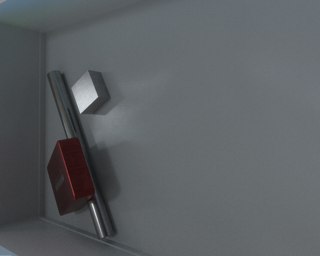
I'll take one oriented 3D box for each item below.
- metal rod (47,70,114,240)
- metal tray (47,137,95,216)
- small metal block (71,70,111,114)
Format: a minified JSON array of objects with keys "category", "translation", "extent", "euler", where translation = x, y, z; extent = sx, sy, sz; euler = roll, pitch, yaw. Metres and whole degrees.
[{"category":"metal rod","translation":[-0.137,0.034,0.516],"extent":[0.025,0.025,0.299],"euler":[-35,69,34]},{"category":"metal tray","translation":[-0.145,0.080,0.491],"extent":[0.129,0.030,0.090],"euler":[-45,62,54]},{"category":"small metal block","translation":[-0.111,-0.056,0.496],"extent":[0.050,0.025,0.050],"euler":[-36,68,34]}]
